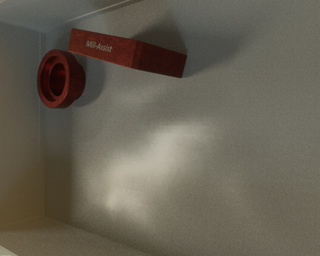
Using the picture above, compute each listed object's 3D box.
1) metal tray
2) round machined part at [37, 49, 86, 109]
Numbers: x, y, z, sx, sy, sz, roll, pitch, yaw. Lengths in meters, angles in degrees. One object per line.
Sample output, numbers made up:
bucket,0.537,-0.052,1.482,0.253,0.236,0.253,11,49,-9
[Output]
metal tray,-0.043,-0.096,0.397,0.130,0.091,0.030,22,104,37
round machined part,-0.165,-0.081,0.529,0.098,0.042,0.097,0,90,39
